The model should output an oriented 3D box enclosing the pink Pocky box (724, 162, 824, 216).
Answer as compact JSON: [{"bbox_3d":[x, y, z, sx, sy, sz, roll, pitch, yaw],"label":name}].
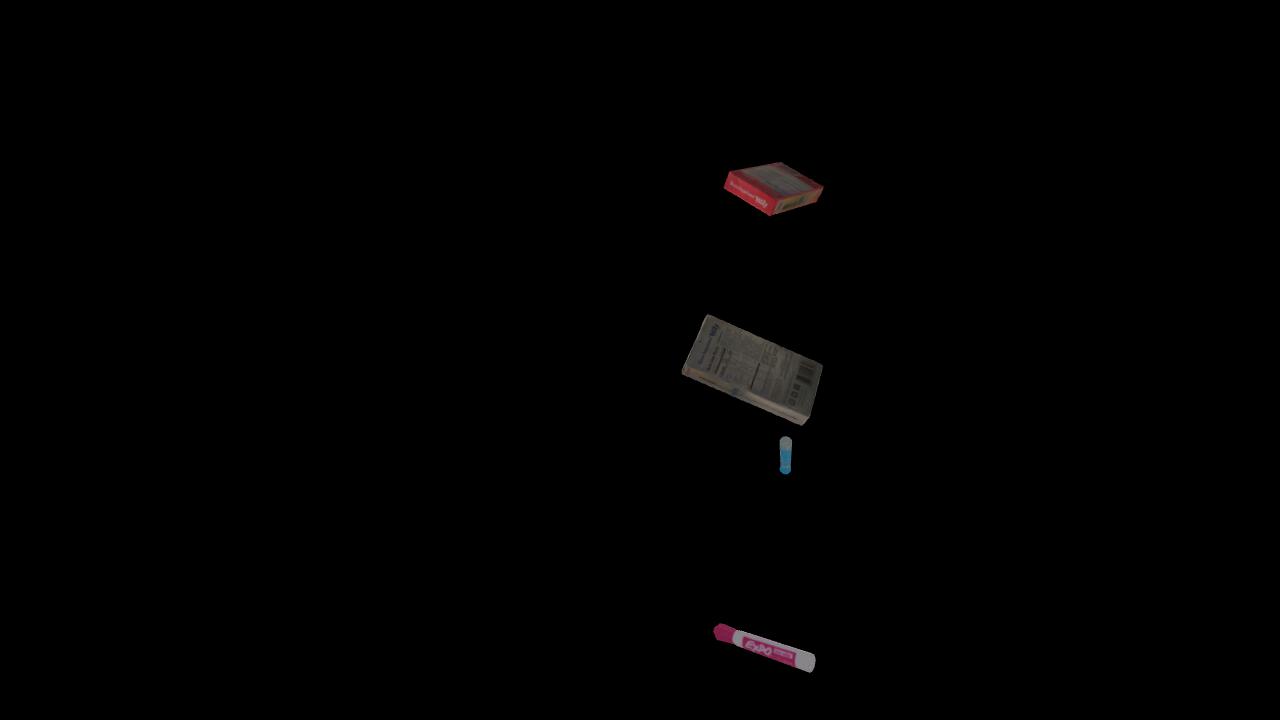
[{"bbox_3d":[0.195,-0.249,0.888,0.084,0.029,0.155,38,39,22],"label":"pink Pocky box"}]

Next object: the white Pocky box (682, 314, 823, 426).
[{"bbox_3d":[0.134,0.011,0.728,0.154,0.084,0.028,24,-33,4],"label":"white Pocky box"}]

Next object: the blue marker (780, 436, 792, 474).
[{"bbox_3d":[0.236,0.157,0.997,0.020,0.020,0.121,0,-31,13],"label":"blue marker"}]

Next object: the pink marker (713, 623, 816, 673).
[{"bbox_3d":[0.134,0.316,0.681,0.121,0.020,0.020,0,0,41],"label":"pink marker"}]
